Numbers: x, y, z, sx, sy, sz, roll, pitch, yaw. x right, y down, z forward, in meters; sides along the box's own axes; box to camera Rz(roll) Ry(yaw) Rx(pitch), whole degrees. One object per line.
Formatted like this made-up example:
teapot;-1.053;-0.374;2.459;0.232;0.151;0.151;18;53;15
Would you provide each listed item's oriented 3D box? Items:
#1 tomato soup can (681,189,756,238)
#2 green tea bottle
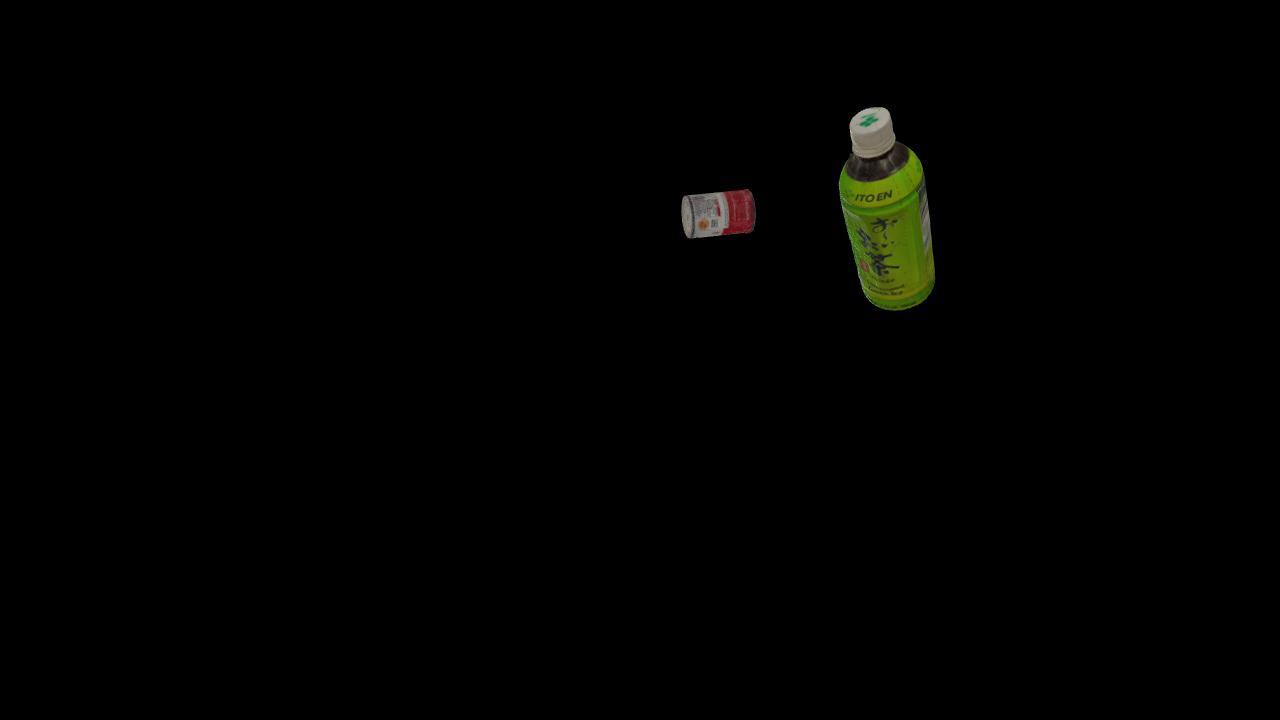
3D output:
tomato soup can;0.120;-0.226;0.953;0.101;0.068;0.068;-8;1;-9
green tea bottle;0.222;-0.131;0.552;0.073;0.073;0.212;0;-33;28
